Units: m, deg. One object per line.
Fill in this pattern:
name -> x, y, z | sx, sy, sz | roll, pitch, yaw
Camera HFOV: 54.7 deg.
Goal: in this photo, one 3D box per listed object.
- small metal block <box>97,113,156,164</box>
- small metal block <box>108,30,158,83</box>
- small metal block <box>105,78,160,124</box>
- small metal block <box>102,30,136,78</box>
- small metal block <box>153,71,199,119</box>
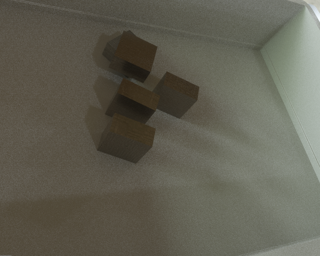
small metal block -> -0.040, 0.014, 0.361 | 0.050, 0.050, 0.025 | 21, 54, -16
small metal block -> -0.035, -0.095, 0.414 | 0.050, 0.025, 0.050 | 23, 54, -15
small metal block -> -0.035, -0.029, 0.390 | 0.050, 0.050, 0.025 | 25, 53, -13
small metal block -> -0.046, -0.108, 0.448 | 0.050, 0.025, 0.050 | 44, 51, 2
small metal block -> 0.019, -0.044, 0.428 | 0.050, 0.050, 0.025 | 23, 53, -15
